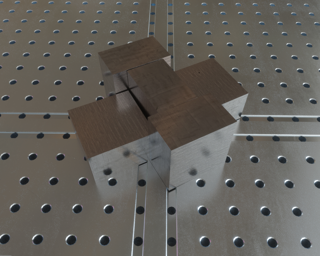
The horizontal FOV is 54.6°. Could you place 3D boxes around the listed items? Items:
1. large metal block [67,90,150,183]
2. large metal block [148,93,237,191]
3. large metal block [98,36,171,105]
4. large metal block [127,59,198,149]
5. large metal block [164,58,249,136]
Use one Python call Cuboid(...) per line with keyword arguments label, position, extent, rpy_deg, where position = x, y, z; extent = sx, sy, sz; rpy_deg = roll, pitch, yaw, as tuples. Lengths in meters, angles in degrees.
Cuboid(label="large metal block", position=(-0.059, 0.008, 0.386), extent=(0.081, 0.050, 0.080), rpy_deg=(-21, 53, -17))
Cuboid(label="large metal block", position=(0.034, 0.016, 0.358), extent=(0.081, 0.080, 0.050), rpy_deg=(-22, 54, -19))
Cuboid(label="large metal block", position=(-0.033, -0.070, 0.430), extent=(0.081, 0.080, 0.050), rpy_deg=(-22, 53, -18))
Cuboid(label="large metal block", position=(0.001, -0.027, 0.395), extent=(0.050, 0.080, 0.080), rpy_deg=(-23, 54, -18))
Cuboid(label="large metal block", position=(0.059, -0.042, 0.427), extent=(0.081, 0.050, 0.080), rpy_deg=(-23, 56, -18))
